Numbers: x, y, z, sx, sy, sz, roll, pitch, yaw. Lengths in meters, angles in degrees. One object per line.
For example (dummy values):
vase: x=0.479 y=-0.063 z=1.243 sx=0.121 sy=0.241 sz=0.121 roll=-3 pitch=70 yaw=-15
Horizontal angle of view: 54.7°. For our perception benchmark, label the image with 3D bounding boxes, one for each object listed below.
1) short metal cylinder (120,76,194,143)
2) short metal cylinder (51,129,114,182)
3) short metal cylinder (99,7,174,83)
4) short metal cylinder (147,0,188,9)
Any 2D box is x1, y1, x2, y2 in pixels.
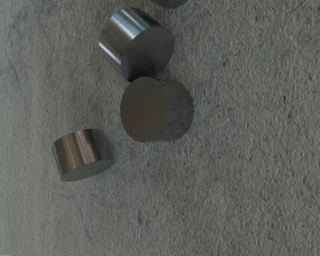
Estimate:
short metal cylinder: x=-0.004 y=-0.022 z=0.392 sx=0.080 sy=0.050 sz=0.080 roll=0 pitch=90 yaw=40
short metal cylinder: x=-0.115 y=0.042 z=0.464 sx=0.080 sy=0.081 sz=0.050 roll=-35 pitch=69 yaw=34
short metal cylinder: x=-0.029 y=-0.104 z=0.393 sx=0.050 sy=0.081 sz=0.080 roll=47 pitch=118 yaw=30
short metal cylinder: x=0.004 y=-0.196 z=0.385 sx=0.080 sy=0.050 sz=0.080 roll=0 pitch=90 yaw=40
